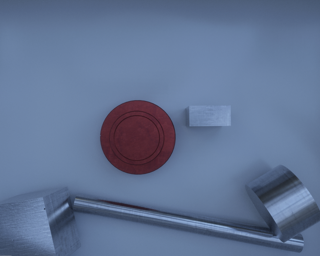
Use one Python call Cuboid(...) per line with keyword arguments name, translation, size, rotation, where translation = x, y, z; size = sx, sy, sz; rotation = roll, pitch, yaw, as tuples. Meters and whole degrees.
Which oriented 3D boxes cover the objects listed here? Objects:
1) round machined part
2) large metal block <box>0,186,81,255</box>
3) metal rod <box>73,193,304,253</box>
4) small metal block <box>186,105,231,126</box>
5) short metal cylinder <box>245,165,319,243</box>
Cuboid(name="round machined part", translation=(-0.029, 0.012, 0.403), size=(0.099, 0.042, 0.097), rotation=(0, 90, -1))
Cuboid(name="large metal block", translation=(-0.155, 0.124, 0.387), size=(0.080, 0.050, 0.080), rotation=(-12, 90, 16))
Cuboid(name="metal rod", translation=(0.037, 0.126, 0.412), size=(0.302, 0.025, 0.025), rotation=(11, 90, -1))
Cuboid(name="small metal block", translation=(0.061, -0.015, 0.400), size=(0.050, 0.050, 0.025), rotation=(-1, 90, -1))
Cuboid(name="short metal cylinder", translation=(0.151, 0.093, 0.386), size=(0.050, 0.080, 0.080), rotation=(-31, 90, 0))
